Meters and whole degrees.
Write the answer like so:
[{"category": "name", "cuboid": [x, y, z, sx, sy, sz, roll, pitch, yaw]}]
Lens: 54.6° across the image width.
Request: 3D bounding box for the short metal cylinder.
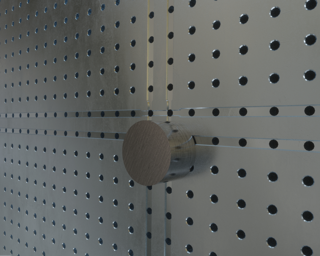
[{"category": "short metal cylinder", "cuboid": [-0.002, 0.030, 0.396, 0.080, 0.050, 0.080, 0, 90, 40]}]
